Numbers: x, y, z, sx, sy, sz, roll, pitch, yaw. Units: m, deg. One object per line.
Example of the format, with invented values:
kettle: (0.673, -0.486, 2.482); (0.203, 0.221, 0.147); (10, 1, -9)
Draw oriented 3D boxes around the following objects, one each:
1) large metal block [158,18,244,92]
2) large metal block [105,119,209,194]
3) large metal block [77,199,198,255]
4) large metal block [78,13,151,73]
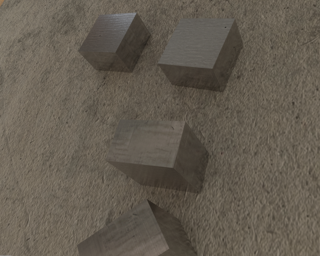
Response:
large metal block: (0.056, -0.100, 0.420); (0.080, 0.050, 0.080); (13, 68, 33)
large metal block: (0.001, 0.032, 0.348); (0.080, 0.080, 0.050); (2, 63, 29)
large metal block: (-0.018, 0.123, 0.303); (0.080, 0.080, 0.050); (-35, 51, 5)
large metal block: (-0.074, -0.141, 0.514); (0.080, 0.050, 0.080); (10, 67, 32)
